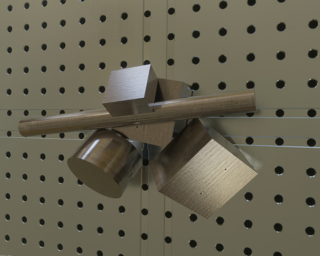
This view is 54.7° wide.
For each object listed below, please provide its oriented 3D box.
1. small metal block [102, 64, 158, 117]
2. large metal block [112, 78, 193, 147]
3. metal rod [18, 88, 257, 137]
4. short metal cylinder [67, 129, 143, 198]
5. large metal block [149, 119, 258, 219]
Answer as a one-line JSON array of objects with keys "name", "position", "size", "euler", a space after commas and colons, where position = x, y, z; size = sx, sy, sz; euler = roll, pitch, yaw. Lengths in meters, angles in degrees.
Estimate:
[{"name": "small metal block", "position": [-0.033, -0.043, 0.354], "size": [0.050, 0.025, 0.050], "euler": [-6, 53, 20]}, {"name": "large metal block", "position": [-0.010, -0.023, 0.398], "size": [0.080, 0.050, 0.079], "euler": [12, 94, 19]}, {"name": "metal rod", "position": [-0.042, -0.015, 0.370], "size": [0.301, 0.025, 0.025], "euler": [-6, 88, 20]}, {"name": "short metal cylinder", "position": [-0.070, 0.046, 0.398], "size": [0.080, 0.080, 0.050], "euler": [21, 54, 18]}, {"name": "large metal block", "position": [0.048, 0.046, 0.356], "size": [0.080, 0.050, 0.080], "euler": [36, 106, -29]}]
